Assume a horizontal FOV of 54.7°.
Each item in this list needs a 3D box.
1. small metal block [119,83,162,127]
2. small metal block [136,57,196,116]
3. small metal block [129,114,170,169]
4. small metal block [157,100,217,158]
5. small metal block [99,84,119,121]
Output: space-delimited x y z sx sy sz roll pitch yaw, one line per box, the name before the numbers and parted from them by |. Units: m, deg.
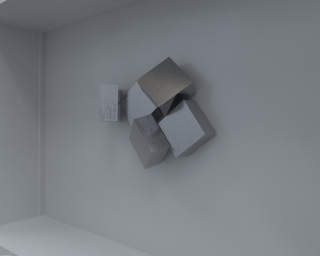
small metal block | -0.023 -0.031 0.421 0.050 0.025 0.050 -45 64 30
small metal block | 0.008 -0.051 0.381 0.050 0.025 0.050 -37 62 -5
small metal block | -0.015 0.018 0.400 0.050 0.025 0.050 60 155 22
small metal block | 0.032 0.001 0.377 0.050 0.025 0.050 -43 64 31
small metal block | -0.072 -0.034 0.444 0.050 0.025 0.050 -177 88 -83
